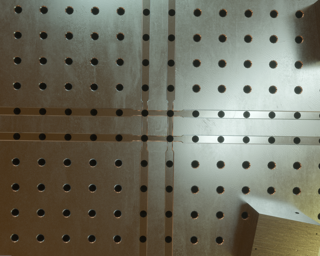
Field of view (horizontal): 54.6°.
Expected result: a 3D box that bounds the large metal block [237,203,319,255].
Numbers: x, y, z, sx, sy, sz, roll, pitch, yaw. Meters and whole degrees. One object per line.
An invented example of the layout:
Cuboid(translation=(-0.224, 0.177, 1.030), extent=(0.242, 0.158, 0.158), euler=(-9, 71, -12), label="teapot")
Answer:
Cuboid(translation=(0.152, 0.151, 0.402), extent=(0.080, 0.050, 0.080), euler=(11, 90, 0), label="large metal block")

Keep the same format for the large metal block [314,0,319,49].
Cuboid(translation=(0.242, -0.135, 0.387), extent=(0.050, 0.080, 0.080), euler=(-7, 90, 0), label="large metal block")
